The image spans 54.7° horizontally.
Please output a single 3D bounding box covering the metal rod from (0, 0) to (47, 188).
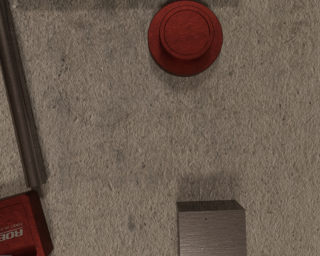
[{"bbox_3d":[-0.194,-0.071,0.407,0.025,0.025,0.298,-12,90,0],"label":"metal rod"}]

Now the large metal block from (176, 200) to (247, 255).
[{"bbox_3d":[0.064,0.139,0.398,0.081,0.050,0.079,-2,90,-1],"label":"large metal block"}]

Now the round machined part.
[{"bbox_3d":[0.033,-0.118,0.402,0.099,0.042,0.097,0,90,-1],"label":"round machined part"}]

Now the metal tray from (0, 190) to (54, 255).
[{"bbox_3d":[-0.218,0.143,0.404,0.131,0.030,0.090,-16,90,-1],"label":"metal tray"}]
